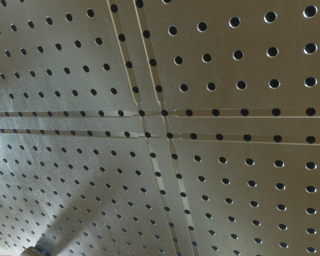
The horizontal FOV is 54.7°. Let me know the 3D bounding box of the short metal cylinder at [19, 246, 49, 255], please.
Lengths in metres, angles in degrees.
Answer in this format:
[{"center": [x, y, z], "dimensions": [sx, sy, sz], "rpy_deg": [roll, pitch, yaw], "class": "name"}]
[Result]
[{"center": [-0.311, 0.333, 0.742], "dimensions": [0.050, 0.080, 0.079], "rpy_deg": [26, 127, 12], "class": "short metal cylinder"}]
